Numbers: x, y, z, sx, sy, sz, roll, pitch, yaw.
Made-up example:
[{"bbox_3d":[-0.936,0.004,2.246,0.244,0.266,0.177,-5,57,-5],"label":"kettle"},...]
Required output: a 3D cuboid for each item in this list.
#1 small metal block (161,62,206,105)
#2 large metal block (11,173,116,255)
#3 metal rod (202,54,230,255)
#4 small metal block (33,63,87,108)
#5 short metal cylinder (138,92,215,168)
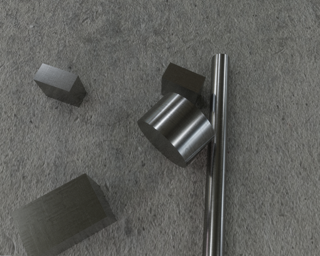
[{"bbox_3d":[0.030,-0.056,0.416,0.050,0.050,0.025,25,72,8],"label":"small metal block"},{"bbox_3d":[-0.100,0.099,0.342,0.080,0.080,0.050,-28,73,-10],"label":"large metal block"},{"bbox_3d":[0.073,0.040,0.394,0.025,0.025,0.299,6,70,2],"label":"metal rod"},{"bbox_3d":[-0.131,-0.056,0.414,0.050,0.050,0.025,19,71,6],"label":"small metal block"},{"bbox_3d":[0.019,0.003,0.378,0.080,0.080,0.050,41,75,13],"label":"short metal cylinder"}]
